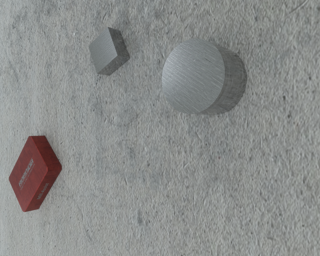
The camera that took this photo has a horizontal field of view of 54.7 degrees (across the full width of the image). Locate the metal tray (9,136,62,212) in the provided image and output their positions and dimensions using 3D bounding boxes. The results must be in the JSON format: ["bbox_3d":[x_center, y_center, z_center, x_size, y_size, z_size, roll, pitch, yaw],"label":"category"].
[{"bbox_3d":[-0.247,0.089,0.606,0.090,0.030,0.129,51,120,28],"label":"metal tray"}]

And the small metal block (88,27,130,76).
[{"bbox_3d":[-0.078,-0.115,0.469,0.050,0.025,0.050,-31,71,35],"label":"small metal block"}]

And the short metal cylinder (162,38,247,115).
[{"bbox_3d":[0.049,-0.055,0.348,0.080,0.050,0.079,0,90,40],"label":"short metal cylinder"}]
